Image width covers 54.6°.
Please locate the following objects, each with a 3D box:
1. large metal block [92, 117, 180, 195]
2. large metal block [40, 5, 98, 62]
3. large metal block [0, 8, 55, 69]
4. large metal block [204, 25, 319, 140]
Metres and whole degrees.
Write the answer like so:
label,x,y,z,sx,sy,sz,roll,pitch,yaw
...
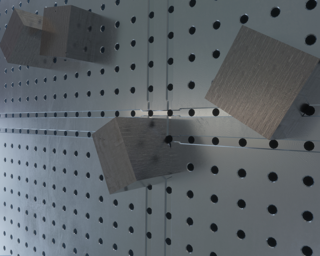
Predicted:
label,x,y,z,sx,sy,sz,roll,pitch,yaw
large metal block,-0.031,0.033,0.400,0.050,0.081,0.080,-32,70,35
large metal block,-0.155,-0.157,0.523,0.080,0.050,0.080,14,99,39
large metal block,-0.232,-0.160,0.567,0.080,0.081,0.050,-50,61,28
large metal block,0.105,-0.044,0.307,0.080,0.050,0.080,39,114,33
